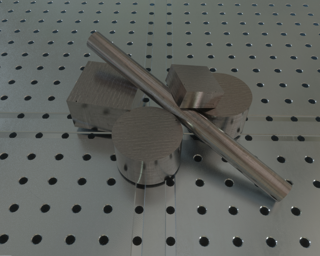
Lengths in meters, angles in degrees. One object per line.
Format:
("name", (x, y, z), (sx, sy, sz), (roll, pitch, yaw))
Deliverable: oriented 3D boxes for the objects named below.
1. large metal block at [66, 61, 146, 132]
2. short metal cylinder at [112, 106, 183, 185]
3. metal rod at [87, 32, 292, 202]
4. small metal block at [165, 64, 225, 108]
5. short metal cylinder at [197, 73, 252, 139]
("large metal block", (-0.068, -0.042, 0.419), (0.080, 0.050, 0.080), (9, 51, 7))
("short metal cylinder", (-0.014, 0.020, 0.369), (0.081, 0.050, 0.080), (0, 50, 0))
("metal rod", (0.026, -0.021, 0.375), (0.300, 0.025, 0.025), (40, 60, 12))
("small metal block", (0.041, -0.050, 0.371), (0.050, 0.025, 0.050), (-2, 47, -25))
("short metal cylinder", (0.076, -0.028, 0.411), (0.081, 0.050, 0.080), (0, 50, 0))
